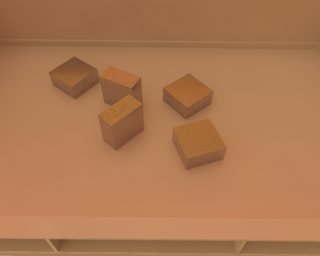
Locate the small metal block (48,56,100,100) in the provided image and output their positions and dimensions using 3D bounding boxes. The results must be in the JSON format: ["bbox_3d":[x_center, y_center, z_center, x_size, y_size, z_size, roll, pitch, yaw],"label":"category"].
[{"bbox_3d":[-0.129,-0.077,0.468,0.050,0.025,0.050,31,56,23],"label":"small metal block"}]

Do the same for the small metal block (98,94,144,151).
[{"bbox_3d":[-0.048,-0.007,0.394,0.025,0.050,0.050,37,59,26],"label":"small metal block"}]

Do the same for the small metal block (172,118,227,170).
[{"bbox_3d":[0.048,0.019,0.389,0.050,0.025,0.050,-14,52,-12],"label":"small metal block"}]

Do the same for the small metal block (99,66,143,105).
[{"bbox_3d":[-0.053,-0.053,0.432,0.050,0.050,0.025,21,53,16],"label":"small metal block"}]

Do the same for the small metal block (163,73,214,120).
[{"bbox_3d":[0.040,-0.046,0.444,0.050,0.025,0.050,-32,57,-24],"label":"small metal block"}]
